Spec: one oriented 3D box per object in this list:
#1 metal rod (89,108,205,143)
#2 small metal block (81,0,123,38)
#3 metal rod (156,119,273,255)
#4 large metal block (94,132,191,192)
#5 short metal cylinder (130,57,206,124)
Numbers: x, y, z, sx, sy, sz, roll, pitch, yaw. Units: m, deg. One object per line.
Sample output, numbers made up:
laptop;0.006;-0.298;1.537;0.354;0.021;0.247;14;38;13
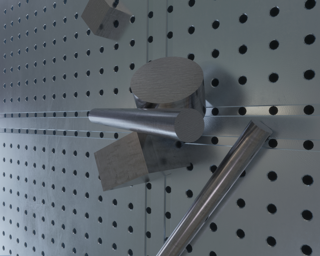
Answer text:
metal rod;-0.040;-0.011;0.360;0.299;0.025;0.025;-172;84;-65
small metal block;-0.092;-0.179;0.486;0.050;0.025;0.050;-51;60;28
metal rod;0.037;0.117;0.378;0.025;0.025;0.298;44;116;31
large metal block;-0.022;0.040;0.392;0.080;0.081;0.050;-27;73;37
short metal cylinder;0.011;-0.038;0.356;0.080;0.080;0.050;33;152;35
